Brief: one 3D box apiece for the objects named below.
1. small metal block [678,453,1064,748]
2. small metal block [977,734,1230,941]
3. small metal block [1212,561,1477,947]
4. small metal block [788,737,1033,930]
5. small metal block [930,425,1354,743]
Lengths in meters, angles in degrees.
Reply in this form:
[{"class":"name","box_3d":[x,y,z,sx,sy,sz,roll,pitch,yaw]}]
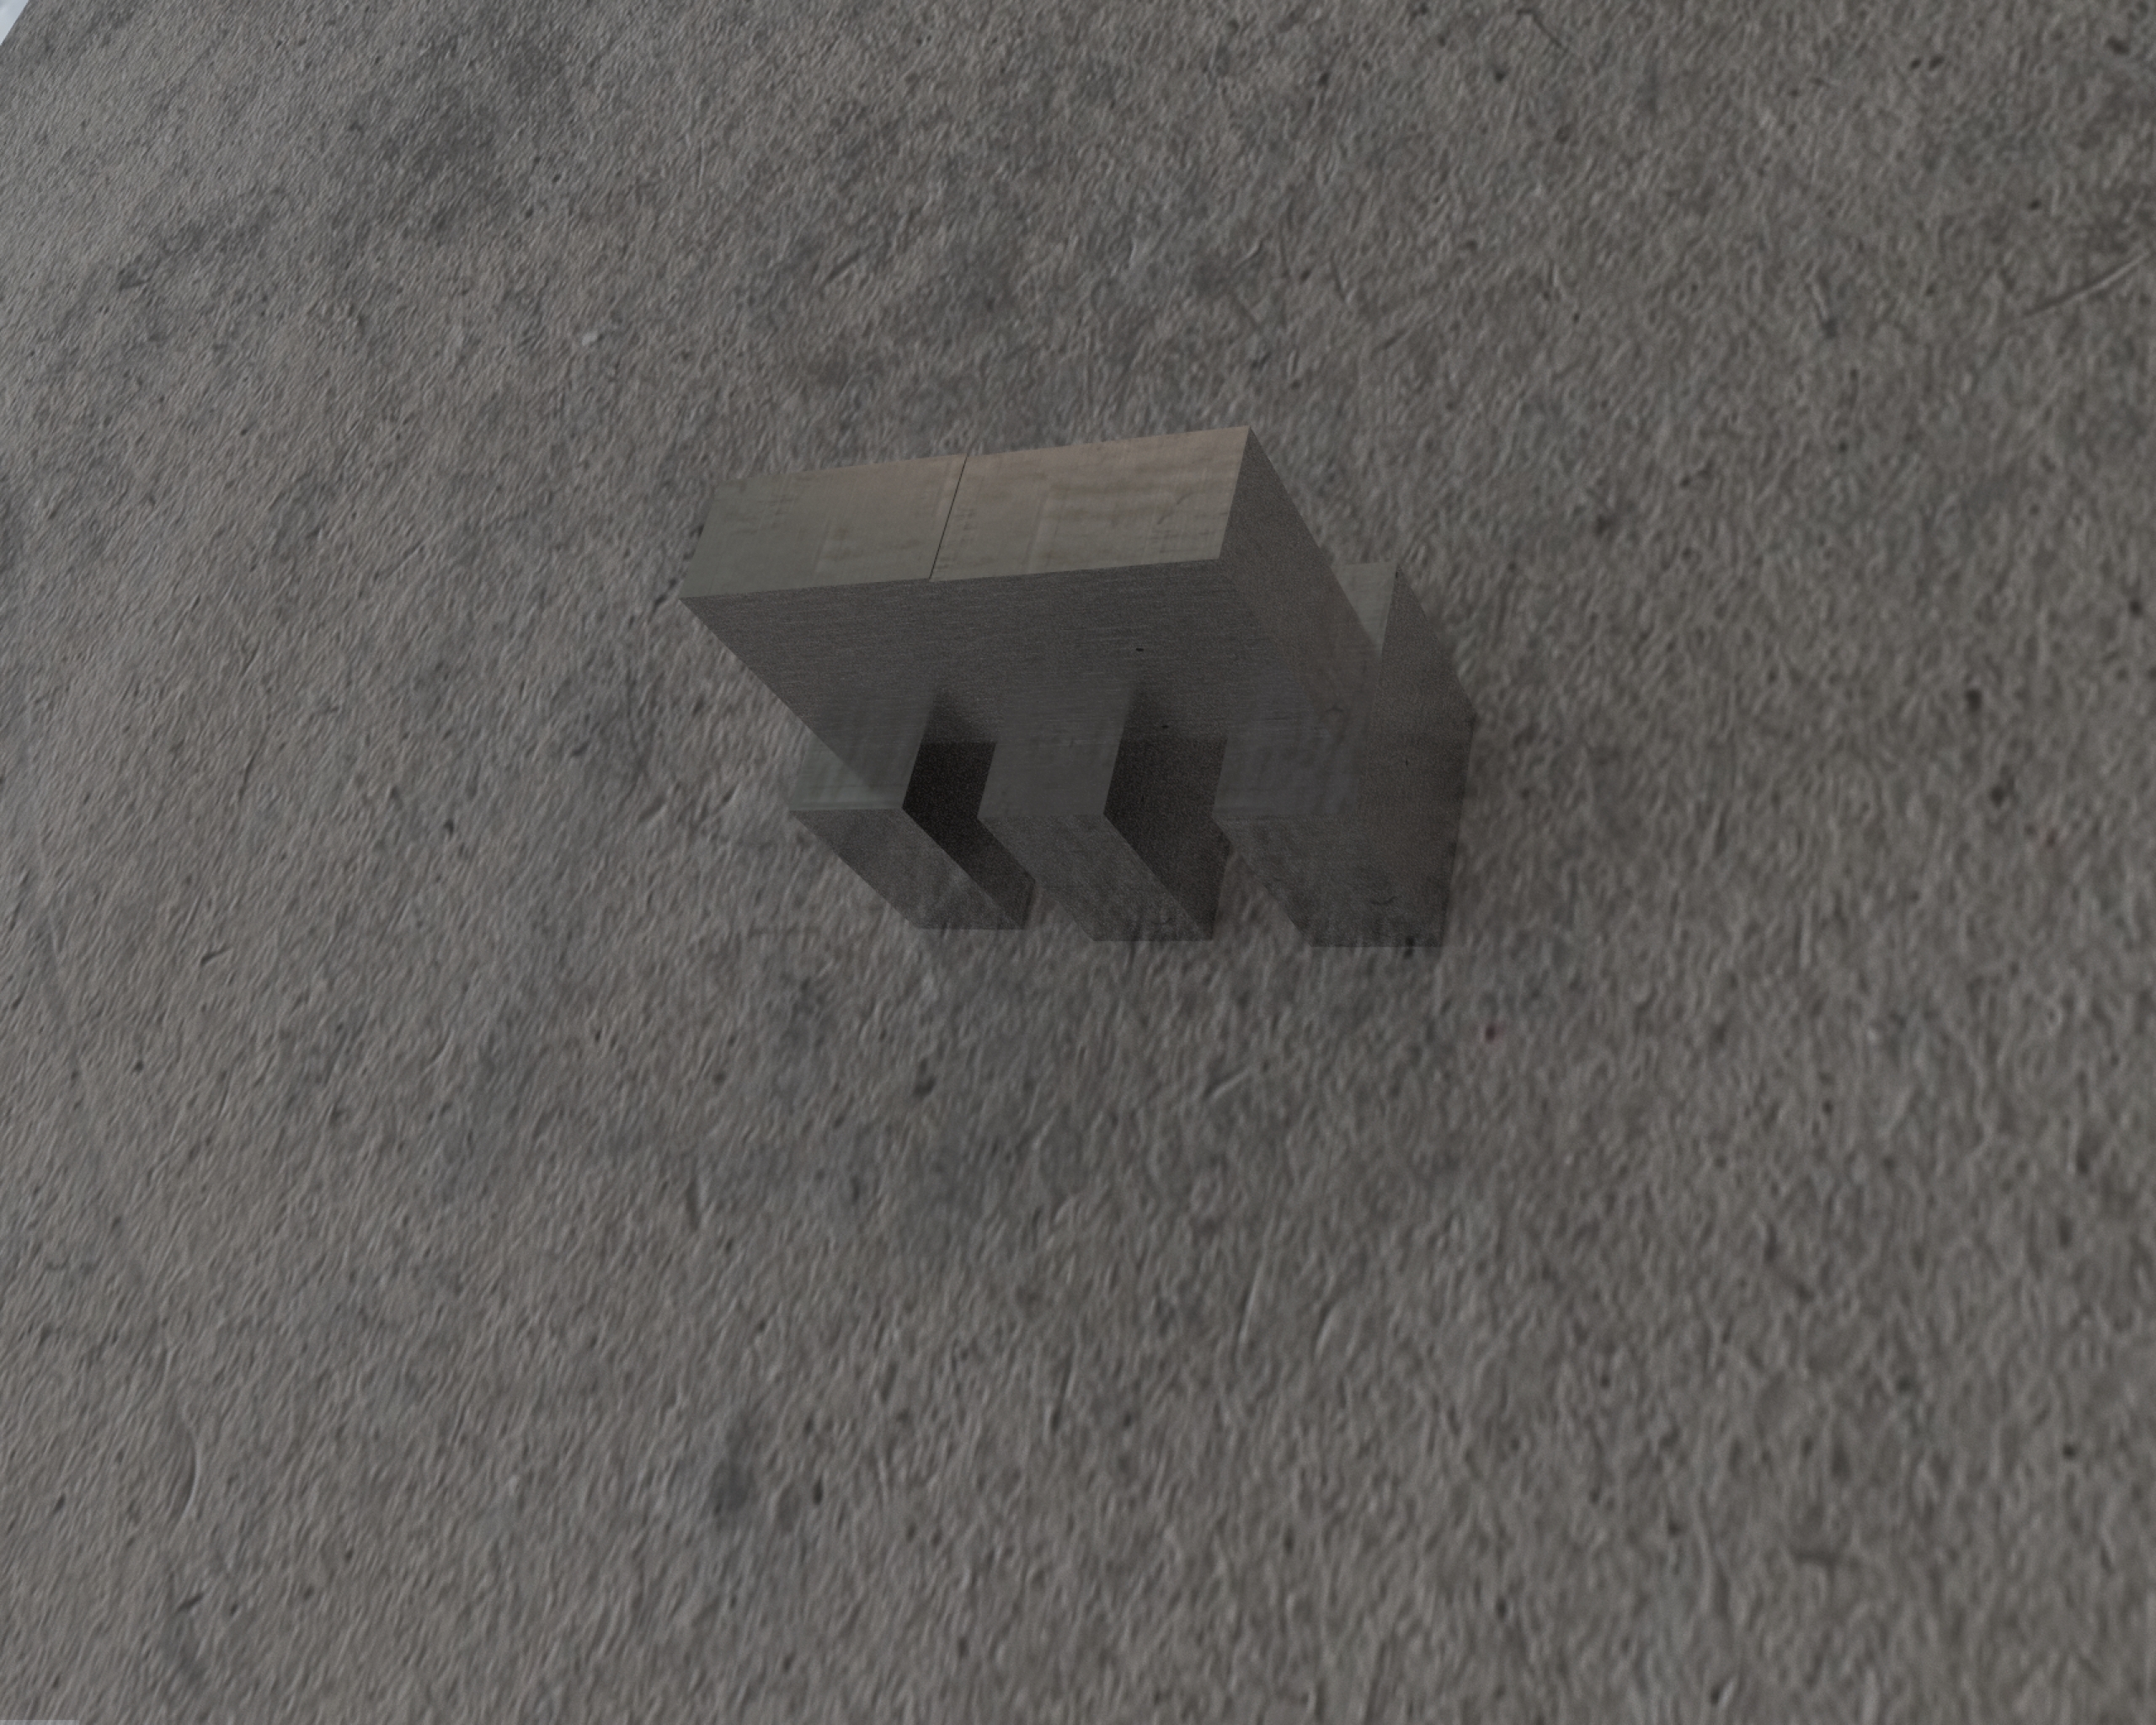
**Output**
[{"class":"small metal block","box_3d":[-0.033,-0.044,0.368,0.050,0.050,0.025,0,62,28]},{"class":"small metal block","box_3d":[0.009,-0.018,0.394,0.025,0.050,0.050,-1,61,28]},{"class":"small metal block","box_3d":[0.049,-0.018,0.373,0.025,0.050,0.050,-1,61,28]},{"class":"small metal block","box_3d":[-0.027,-0.020,0.414,0.025,0.050,0.050,-1,62,28]},{"class":"small metal block","box_3d":[0.012,-0.044,0.344,0.050,0.050,0.025,-1,62,28]}]
